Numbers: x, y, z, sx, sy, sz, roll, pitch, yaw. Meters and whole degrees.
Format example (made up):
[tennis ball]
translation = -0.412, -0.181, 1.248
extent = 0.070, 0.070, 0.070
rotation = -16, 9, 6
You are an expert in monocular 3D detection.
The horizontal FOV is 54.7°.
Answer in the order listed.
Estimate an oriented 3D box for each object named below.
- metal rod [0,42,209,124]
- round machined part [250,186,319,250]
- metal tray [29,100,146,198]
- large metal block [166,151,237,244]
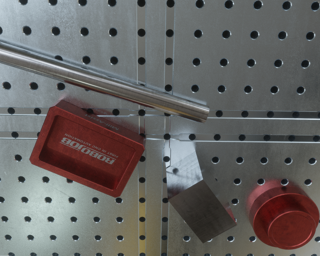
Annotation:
[metal rod]
translation = -0.083, -0.059, 0.390
extent = 0.302, 0.025, 0.025
rotation = 16, 109, -7
[round machined part]
translation = 0.188, 0.139, 0.458
extent = 0.099, 0.042, 0.097
rotation = 0, 110, -1
[metal tray]
translation = -0.096, 0.030, 0.420
extent = 0.131, 0.030, 0.089
rotation = 25, 108, -9
[large metal block]
translation = 0.053, 0.090, 0.418
extent = 0.050, 0.080, 0.080
rotation = -33, 107, 11
